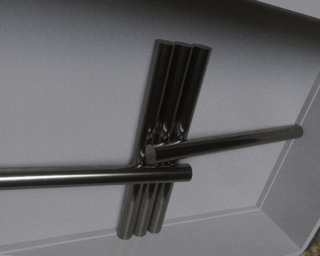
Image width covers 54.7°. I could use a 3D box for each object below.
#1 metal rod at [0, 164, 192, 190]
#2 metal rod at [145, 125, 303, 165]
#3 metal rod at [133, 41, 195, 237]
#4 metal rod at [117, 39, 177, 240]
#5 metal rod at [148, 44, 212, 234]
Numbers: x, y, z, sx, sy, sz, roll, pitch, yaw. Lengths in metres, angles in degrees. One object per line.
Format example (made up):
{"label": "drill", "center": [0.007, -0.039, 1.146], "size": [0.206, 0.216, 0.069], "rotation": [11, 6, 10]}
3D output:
{"label": "metal rod", "center": [-0.101, 0.058, 0.368], "size": [0.303, 0.025, 0.025], "rotation": [2, 118, -23]}
{"label": "metal rod", "center": [0.114, 0.019, 0.461], "size": [0.303, 0.025, 0.025], "rotation": [-6, 121, -33]}
{"label": "metal rod", "center": [-0.002, 0.032, 0.427], "size": [0.025, 0.025, 0.298], "rotation": [-2, 119, -28]}
{"label": "metal rod", "center": [-0.024, 0.033, 0.416], "size": [0.025, 0.025, 0.298], "rotation": [-2, 119, -28]}
{"label": "metal rod", "center": [0.020, 0.032, 0.440], "size": [0.025, 0.025, 0.298], "rotation": [-2, 119, -28]}
